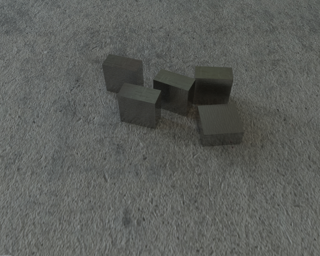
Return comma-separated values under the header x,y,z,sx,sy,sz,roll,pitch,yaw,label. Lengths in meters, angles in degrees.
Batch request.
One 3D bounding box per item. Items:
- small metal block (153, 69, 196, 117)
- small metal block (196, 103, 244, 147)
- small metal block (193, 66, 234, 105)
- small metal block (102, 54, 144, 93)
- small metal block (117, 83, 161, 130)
x,y,z,sx,sy,sz,roll,pitch,yaw,label
0.019,-0.048,0.428,0.050,0.050,0.025,20,53,16,small metal block
0.077,-0.004,0.407,0.050,0.025,0.050,-4,50,-3,small metal block
0.073,-0.059,0.437,0.050,0.050,0.025,3,50,2,small metal block
-0.052,-0.075,0.450,0.050,0.050,0.025,14,52,11,small metal block
-0.026,-0.029,0.411,0.050,0.050,0.025,13,52,11,small metal block
